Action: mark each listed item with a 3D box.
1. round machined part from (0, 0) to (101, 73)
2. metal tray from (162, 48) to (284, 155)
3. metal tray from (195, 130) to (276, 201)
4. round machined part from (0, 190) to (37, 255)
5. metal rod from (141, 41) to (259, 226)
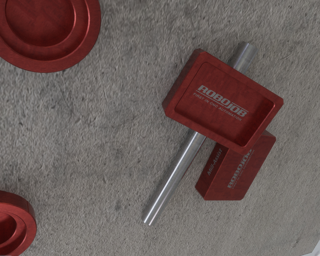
[{"bbox_3d":[-0.106,-0.102,0.275,0.099,0.042,0.097,-14,124,-21],"label":"round machined part"},{"bbox_3d":[0.080,-0.031,0.399,0.131,0.030,0.090,27,106,-17],"label":"metal tray"},{"bbox_3d":[0.123,0.059,0.507,0.091,0.030,0.129,9,114,-32],"label":"metal tray"},{"bbox_3d":[-0.197,0.111,0.357,0.099,0.042,0.097,-14,124,-21],"label":"round machined part"},{"bbox_3d":[0.050,0.018,0.445,0.025,0.025,0.298,17,109,-35],"label":"metal rod"}]
